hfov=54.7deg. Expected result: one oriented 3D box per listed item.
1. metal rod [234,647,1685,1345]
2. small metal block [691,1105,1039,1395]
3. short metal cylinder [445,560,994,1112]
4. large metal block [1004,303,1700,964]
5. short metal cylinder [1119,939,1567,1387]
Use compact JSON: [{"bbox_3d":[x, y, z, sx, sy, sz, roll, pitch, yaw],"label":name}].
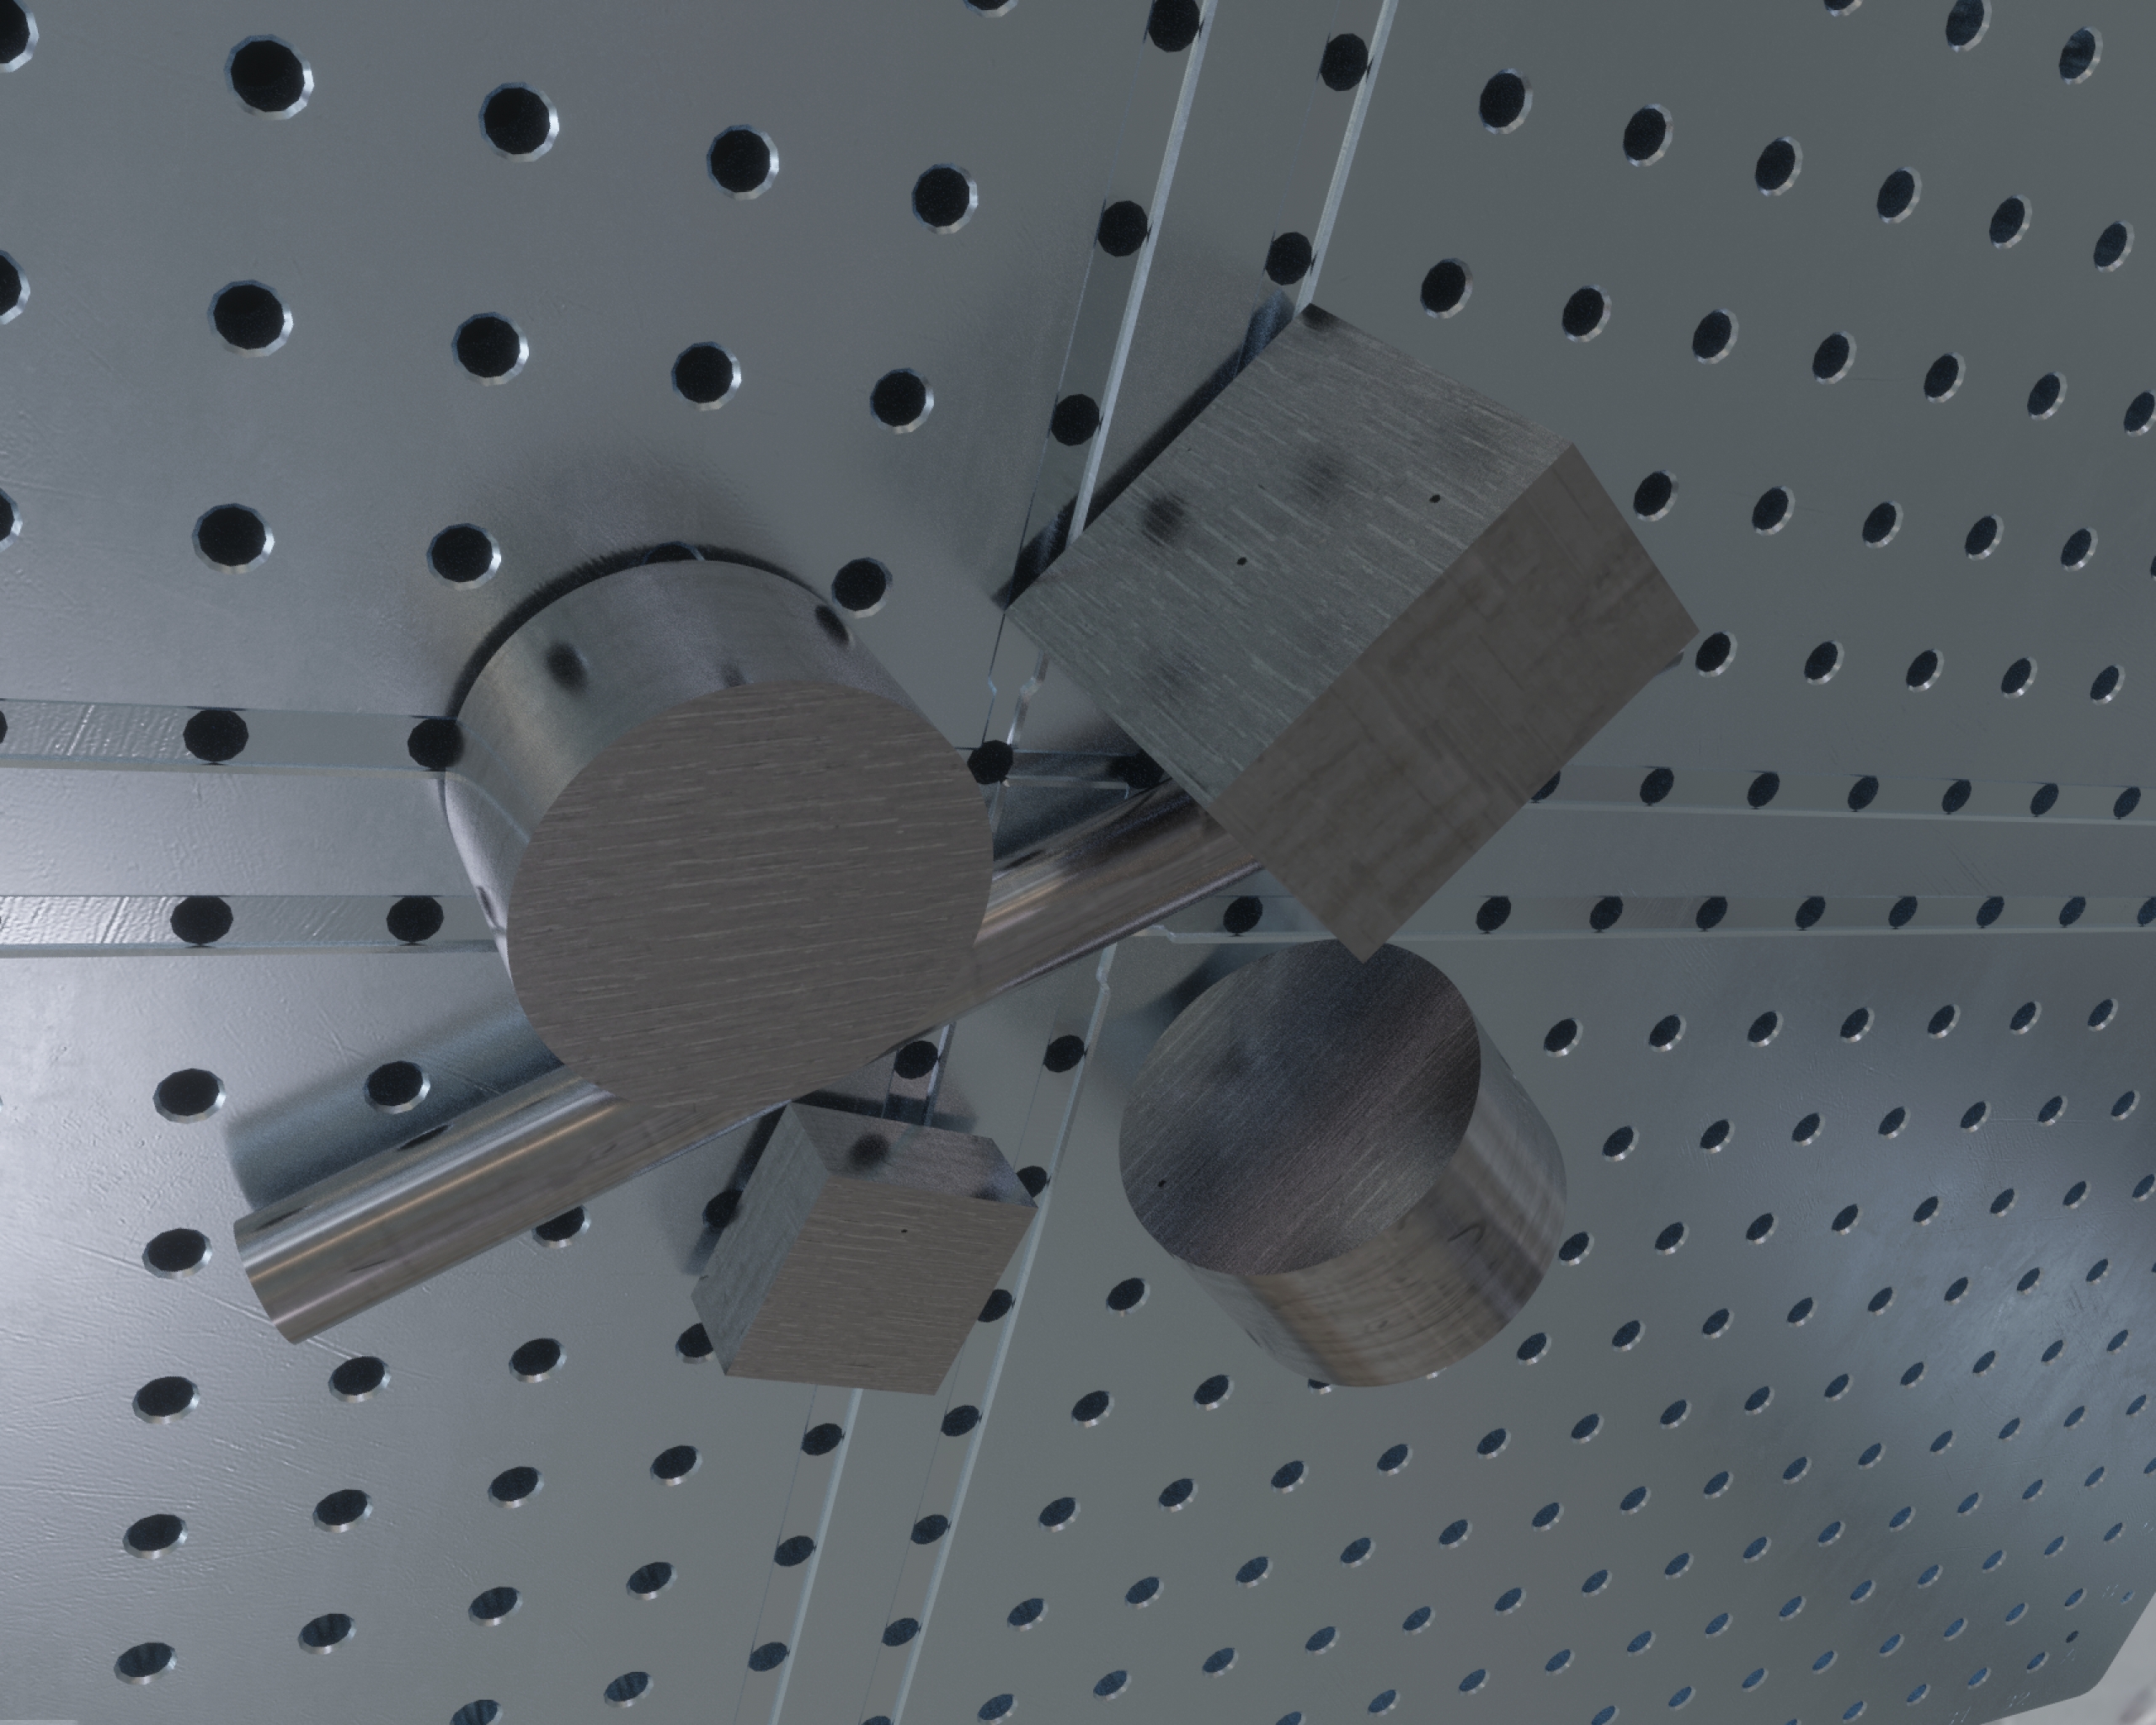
[{"bbox_3d":[-0.013,0.012,0.407,0.302,0.025,0.025,-26,128,-13],"label":"metal rod"},{"bbox_3d":[-0.044,0.081,0.433,0.050,0.025,0.050,16,110,-35],"label":"small metal block"},{"bbox_3d":[-0.061,-0.005,0.354,0.081,0.050,0.079,-14,124,-21],"label":"short metal cylinder"},{"bbox_3d":[0.046,-0.043,0.370,0.080,0.080,0.050,-45,129,3],"label":"large metal block"},{"bbox_3d":[0.056,0.063,0.441,0.080,0.080,0.050,-40,130,-1],"label":"short metal cylinder"}]
